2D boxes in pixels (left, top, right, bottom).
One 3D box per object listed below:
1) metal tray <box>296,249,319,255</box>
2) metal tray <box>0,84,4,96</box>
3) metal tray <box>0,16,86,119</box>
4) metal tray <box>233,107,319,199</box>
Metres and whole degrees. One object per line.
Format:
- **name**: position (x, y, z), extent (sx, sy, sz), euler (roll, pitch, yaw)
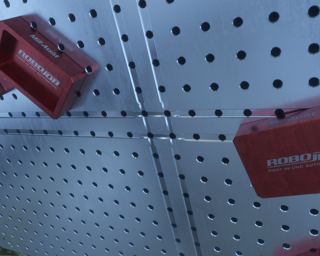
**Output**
- **metal tray**: position (0.230, 0.235, 0.432), extent (0.130, 0.030, 0.090), euler (45, 129, -3)
- **metal tray**: position (-0.340, -0.082, 0.537), extent (0.130, 0.030, 0.090), euler (-9, 114, 32)
- **metal tray**: position (-0.179, -0.085, 0.450), extent (0.130, 0.030, 0.090), euler (40, 129, 1)
- **metal tray**: position (0.159, 0.028, 0.342), extent (0.130, 0.030, 0.090), euler (-15, 111, 34)
